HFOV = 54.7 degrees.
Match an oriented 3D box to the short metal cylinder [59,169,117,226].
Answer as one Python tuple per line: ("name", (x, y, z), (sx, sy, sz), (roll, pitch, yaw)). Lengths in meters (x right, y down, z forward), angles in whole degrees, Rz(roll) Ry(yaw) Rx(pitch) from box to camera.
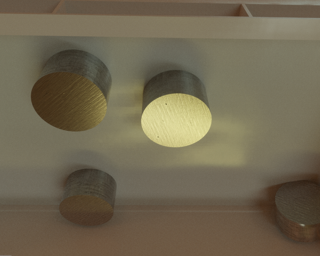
("short metal cylinder", (-0.110, 0.109, 0.484), (0.081, 0.050, 0.079), (0, 130, 0))

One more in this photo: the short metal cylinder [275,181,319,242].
("short metal cylinder", (0.224, 0.130, 0.488), (0.080, 0.080, 0.050), (-10, 130, 8))

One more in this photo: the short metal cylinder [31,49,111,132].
("short metal cylinder", (-0.099, -0.042, 0.355), (0.081, 0.050, 0.079), (0, 130, 0))

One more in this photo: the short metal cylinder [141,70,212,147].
("short metal cylinder", (0.019, -0.023, 0.374), (0.081, 0.050, 0.079), (0, 130, 0))
